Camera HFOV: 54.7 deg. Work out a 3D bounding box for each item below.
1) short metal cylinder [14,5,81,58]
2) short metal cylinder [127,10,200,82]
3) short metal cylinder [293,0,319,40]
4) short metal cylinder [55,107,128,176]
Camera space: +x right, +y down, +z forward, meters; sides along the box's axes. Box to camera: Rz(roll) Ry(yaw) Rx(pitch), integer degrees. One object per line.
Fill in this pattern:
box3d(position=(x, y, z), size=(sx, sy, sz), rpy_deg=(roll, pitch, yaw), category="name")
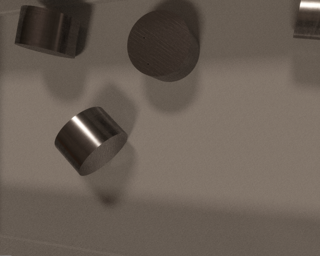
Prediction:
box3d(position=(-0.156, -0.132, 0.435), size=(0.080, 0.080, 0.050), rpy_deg=(13, 95, 19), category="short metal cylinder")
box3d(position=(0.006, -0.102, 0.394), size=(0.080, 0.050, 0.079), rpy_deg=(0, 90, 19), category="short metal cylinder")
box3d(position=(0.173, -0.132, 0.321), size=(0.050, 0.080, 0.079), rpy_deg=(11, 94, 19), category="short metal cylinder")
box3d(position=(-0.090, 0.018, 0.412), size=(0.050, 0.080, 0.080), rpy_deg=(45, 104, 14), category="short metal cylinder")
